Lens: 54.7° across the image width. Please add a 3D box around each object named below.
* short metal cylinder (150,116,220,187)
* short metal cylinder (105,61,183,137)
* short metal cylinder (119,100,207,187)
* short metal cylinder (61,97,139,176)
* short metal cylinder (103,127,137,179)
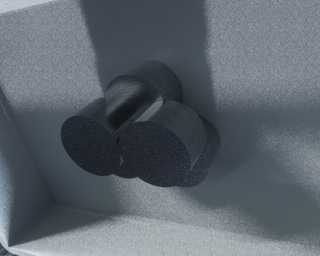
[{"bbox_3d":[0.030,0.028,0.392,0.080,0.050,0.079,13,124,21],"label":"short metal cylinder"},{"bbox_3d":[-0.019,-0.036,0.379,0.080,0.050,0.079,13,124,21],"label":"short metal cylinder"},{"bbox_3d":[0.004,0.016,0.333,0.080,0.050,0.079,13,124,21],"label":"short metal cylinder"},{"bbox_3d":[-0.069,0.010,0.368,0.080,0.050,0.079,13,124,21],"label":"short metal cylinder"},{"bbox_3d":[-0.044,0.023,0.427,0.080,0.050,0.079,13,124,21],"label":"short metal cylinder"}]
